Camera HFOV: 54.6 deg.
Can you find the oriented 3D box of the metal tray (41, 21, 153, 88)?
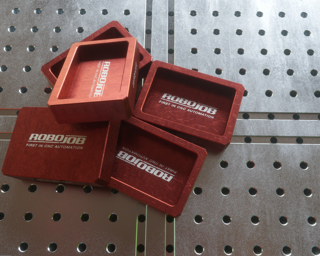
[{"bbox_3d":[-0.086,-0.084,0.438,0.130,0.030,0.090,-38,74,-13],"label":"metal tray"}]

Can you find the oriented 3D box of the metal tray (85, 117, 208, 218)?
[{"bbox_3d":[-0.018,0.045,0.392,0.130,0.030,0.090,24,72,8],"label":"metal tray"}]

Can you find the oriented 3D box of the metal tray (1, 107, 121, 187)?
[{"bbox_3d":[-0.121,0.021,0.383,0.130,0.030,0.090,2,70,15],"label":"metal tray"}]

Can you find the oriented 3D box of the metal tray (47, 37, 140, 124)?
[{"bbox_3d":[-0.076,-0.063,0.386,0.090,0.030,0.130,-4,46,6],"label":"metal tray"}]

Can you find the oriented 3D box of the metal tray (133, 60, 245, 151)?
[{"bbox_3d":[0.039,-0.031,0.419,0.130,0.030,0.090,17,71,6],"label":"metal tray"}]
